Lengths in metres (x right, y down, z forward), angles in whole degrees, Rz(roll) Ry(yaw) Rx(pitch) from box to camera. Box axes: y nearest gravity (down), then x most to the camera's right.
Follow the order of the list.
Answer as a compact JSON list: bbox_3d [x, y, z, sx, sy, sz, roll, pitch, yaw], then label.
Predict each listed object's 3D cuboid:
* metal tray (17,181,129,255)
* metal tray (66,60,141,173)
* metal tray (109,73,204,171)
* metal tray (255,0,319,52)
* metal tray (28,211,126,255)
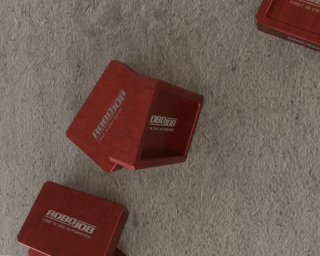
[{"bbox_3d":[-0.119,0.135,0.428,0.130,0.030,0.090,13,67,19],"label":"metal tray"},{"bbox_3d":[-0.061,-0.016,0.428,0.090,0.030,0.129,39,102,15],"label":"metal tray"},{"bbox_3d":[0.003,-0.004,0.350,0.030,0.131,0.089,19,97,27],"label":"metal tray"},{"bbox_3d":[0.185,-0.134,0.340,0.130,0.030,0.090,27,99,17],"label":"metal tray"},{"bbox_3d":[-0.120,0.187,0.449,0.130,0.030,0.090,36,101,16],"label":"metal tray"}]
